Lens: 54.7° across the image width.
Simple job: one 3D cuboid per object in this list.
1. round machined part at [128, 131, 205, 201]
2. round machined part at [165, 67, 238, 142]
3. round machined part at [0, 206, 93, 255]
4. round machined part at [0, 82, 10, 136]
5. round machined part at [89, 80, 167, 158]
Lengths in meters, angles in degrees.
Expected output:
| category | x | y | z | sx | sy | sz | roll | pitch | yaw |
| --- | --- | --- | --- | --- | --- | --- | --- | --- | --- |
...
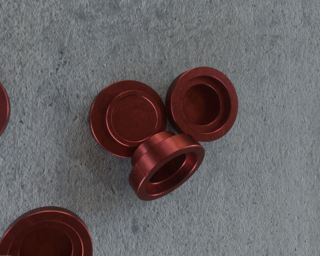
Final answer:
| category | x | y | z | sx | sy | sz | roll | pitch | yaw |
| --- | --- | --- | --- | --- | --- | --- | --- | --- | --- |
| round machined part | 0.004 | 0.042 | 0.382 | 0.099 | 0.098 | 0.042 | -29 | 58 | -18 |
| round machined part | 0.052 | -0.031 | 0.419 | 0.099 | 0.042 | 0.097 | 0 | 90 | -21 |
| round machined part | -0.129 | 0.137 | 0.353 | 0.099 | 0.042 | 0.097 | 0 | 90 | -20 |
| round machined part | -0.210 | -0.020 | 0.322 | 0.099 | 0.042 | 0.097 | 0 | 90 | -20 |
| round machined part | -0.036 | -0.011 | 0.386 | 0.099 | 0.042 | 0.097 | 0 | 90 | -20 |
